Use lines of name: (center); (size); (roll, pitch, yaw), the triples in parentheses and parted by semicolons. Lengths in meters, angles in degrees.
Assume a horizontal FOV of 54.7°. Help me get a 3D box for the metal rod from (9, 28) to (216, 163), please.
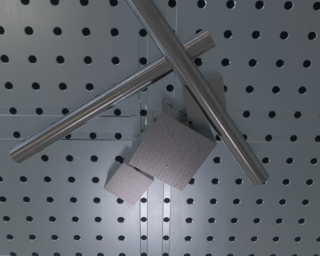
metal rod: (-0.068, -0.036, 0.399); (0.300, 0.025, 0.025); (-30, 108, 10)

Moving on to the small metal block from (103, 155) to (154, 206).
small metal block: (-0.044, 0.075, 0.441); (0.050, 0.025, 0.050); (34, 106, -12)

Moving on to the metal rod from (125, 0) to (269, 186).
metal rod: (0.047, -0.046, 0.369); (0.025, 0.025, 0.300); (-34, 108, 11)

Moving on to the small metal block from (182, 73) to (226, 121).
small metal block: (0.056, -0.040, 0.399); (0.050, 0.025, 0.050); (-9, 110, 3)

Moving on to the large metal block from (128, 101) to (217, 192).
large metal block: (0.015, 0.023, 0.409); (0.080, 0.050, 0.080); (30, 107, -11)
